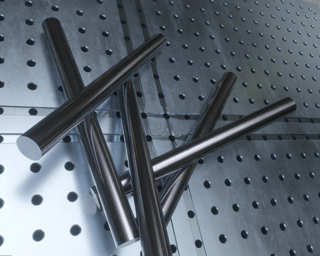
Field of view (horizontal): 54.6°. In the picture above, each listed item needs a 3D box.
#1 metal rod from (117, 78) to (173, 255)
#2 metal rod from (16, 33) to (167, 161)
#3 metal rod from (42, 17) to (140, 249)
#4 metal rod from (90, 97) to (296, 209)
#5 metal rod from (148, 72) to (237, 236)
[{"bbox_3d":[-0.019,0.047,0.321,0.025,0.025,0.300,8,43,-24],"label":"metal rod"},{"bbox_3d":[-0.055,-0.060,0.375,0.025,0.025,0.301,38,39,-3],"label":"metal rod"},{"bbox_3d":[-0.086,-0.016,0.349,0.025,0.025,0.299,-8,59,-32],"label":"metal rod"},{"bbox_3d":[0.059,0.021,0.387,0.302,0.025,0.025,-23,74,-24],"label":"metal rod"},{"bbox_3d":[0.054,0.015,0.427,0.025,0.025,0.301,36,51,-4],"label":"metal rod"}]
